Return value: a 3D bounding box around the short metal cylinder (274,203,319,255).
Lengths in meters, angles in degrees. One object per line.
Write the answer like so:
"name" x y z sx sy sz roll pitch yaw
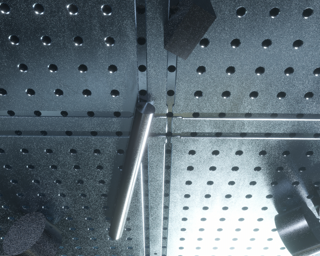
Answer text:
"short metal cylinder" 0.241 0.176 0.527 0.050 0.080 0.080 -37 121 27

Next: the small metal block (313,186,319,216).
"small metal block" 0.288 0.119 0.515 0.050 0.025 0.050 -11 129 9

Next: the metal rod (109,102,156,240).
"metal rod" -0.050 0.086 0.483 0.025 0.025 0.298 10 130 -8

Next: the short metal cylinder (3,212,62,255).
"short metal cylinder" -0.220 0.194 0.539 0.080 0.080 0.050 -16 128 13

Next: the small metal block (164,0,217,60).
"small metal block" 0.027 -0.104 0.307 0.025 0.050 0.050 24 126 -19
